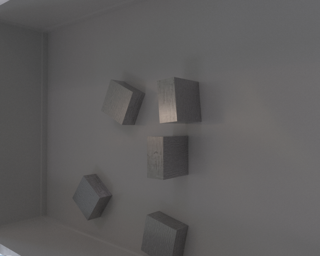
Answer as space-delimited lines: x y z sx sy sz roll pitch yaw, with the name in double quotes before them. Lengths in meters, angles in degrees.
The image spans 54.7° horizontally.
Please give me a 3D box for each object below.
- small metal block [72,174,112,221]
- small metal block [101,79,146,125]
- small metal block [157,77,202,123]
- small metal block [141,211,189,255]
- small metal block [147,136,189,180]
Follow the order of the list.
"small metal block" -0.109 0.110 0.498 0.050 0.025 0.050 44 116 31
"small metal block" -0.054 -0.038 0.452 0.050 0.025 0.050 32 110 35
"small metal block" 0.024 -0.031 0.371 0.025 0.050 0.050 -6 86 40
"small metal block" 0.005 0.143 0.403 0.050 0.025 0.050 15 100 39
"small metal block" 0.010 0.035 0.382 0.025 0.050 0.050 0 90 40
